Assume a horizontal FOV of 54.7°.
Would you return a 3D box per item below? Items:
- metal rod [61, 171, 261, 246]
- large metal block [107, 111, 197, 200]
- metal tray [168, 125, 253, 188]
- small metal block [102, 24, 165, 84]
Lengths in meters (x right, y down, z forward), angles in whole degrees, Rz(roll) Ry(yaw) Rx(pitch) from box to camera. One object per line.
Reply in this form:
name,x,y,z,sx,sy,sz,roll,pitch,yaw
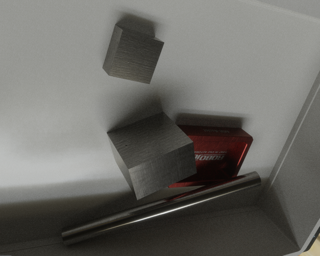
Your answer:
metal rod,0.010,0.116,0.461,0.302,0.025,0.025,-14,125,-11
large metal block,-0.011,0.031,0.388,0.081,0.080,0.050,-22,127,-16
metal tray,0.071,0.044,0.473,0.131,0.030,0.089,3,117,-30
small metal block,-0.030,-0.081,0.344,0.050,0.025,0.050,7,115,-32
